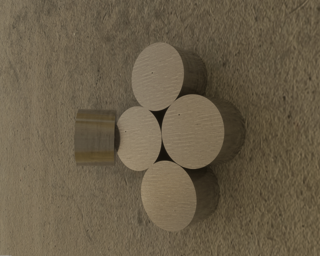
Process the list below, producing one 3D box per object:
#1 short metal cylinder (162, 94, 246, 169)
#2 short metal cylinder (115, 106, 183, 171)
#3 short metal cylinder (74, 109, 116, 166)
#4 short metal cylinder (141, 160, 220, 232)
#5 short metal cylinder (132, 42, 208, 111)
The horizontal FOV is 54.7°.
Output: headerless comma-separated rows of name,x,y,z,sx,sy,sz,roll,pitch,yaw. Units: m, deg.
short metal cylinder,0.049,0.004,0.350,0.080,0.050,0.080,0,90,40
short metal cylinder,-0.013,0.013,0.401,0.080,0.050,0.080,0,90,40
short metal cylinder,-0.088,0.014,0.436,0.080,0.050,0.080,-177,88,-84
short metal cylinder,0.024,0.077,0.371,0.080,0.050,0.080,0,90,40
short metal cylinder,0.011,-0.060,0.381,0.080,0.050,0.080,0,90,40
